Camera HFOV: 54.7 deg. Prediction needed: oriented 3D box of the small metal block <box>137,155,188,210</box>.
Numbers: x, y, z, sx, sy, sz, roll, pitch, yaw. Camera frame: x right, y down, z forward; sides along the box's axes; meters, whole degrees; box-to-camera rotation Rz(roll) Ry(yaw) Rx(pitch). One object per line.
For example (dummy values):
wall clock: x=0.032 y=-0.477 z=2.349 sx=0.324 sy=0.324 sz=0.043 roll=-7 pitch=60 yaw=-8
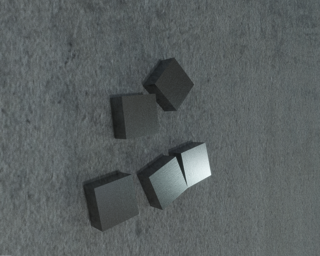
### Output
small metal block: x=0.004 y=0.071 z=0.411 sx=0.050 sy=0.025 sz=0.050 roll=-34 pitch=111 yaw=-35

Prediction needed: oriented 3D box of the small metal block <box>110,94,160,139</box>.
small metal block: x=-0.030 y=-0.015 z=0.381 sx=0.050 sy=0.025 sz=0.050 roll=-10 pitch=97 yaw=-40

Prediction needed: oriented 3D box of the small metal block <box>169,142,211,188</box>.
small metal block: x=0.044 y=0.051 z=0.444 sx=0.050 sy=0.025 sz=0.050 roll=-19 pitch=103 yaw=-39

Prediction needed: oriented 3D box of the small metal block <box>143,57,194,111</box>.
small metal block: x=0.013 y=-0.058 z=0.417 sx=0.050 sy=0.025 sz=0.050 roll=48 pitch=61 yaw=-30

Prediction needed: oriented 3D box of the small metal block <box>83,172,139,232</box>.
small metal block: x=-0.056 y=0.084 z=0.360 sx=0.050 sy=0.025 sz=0.050 roll=-16 pitch=100 yaw=-39
